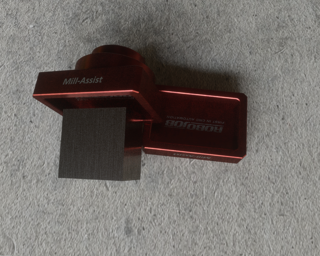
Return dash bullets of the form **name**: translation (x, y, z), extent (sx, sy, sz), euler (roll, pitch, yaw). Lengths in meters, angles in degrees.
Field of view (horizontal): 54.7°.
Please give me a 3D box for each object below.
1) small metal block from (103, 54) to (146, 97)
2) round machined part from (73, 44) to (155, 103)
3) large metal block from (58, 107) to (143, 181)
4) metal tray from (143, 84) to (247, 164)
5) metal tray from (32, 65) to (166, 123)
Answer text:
- **small metal block**: translation (-0.049, -0.074, 0.436), extent (0.050, 0.025, 0.050), euler (6, 70, 2)
- **round machined part**: translation (-0.054, -0.066, 0.383), extent (0.099, 0.098, 0.042), euler (6, 70, 2)
- **large metal block**: translation (-0.068, 0.020, 0.368), extent (0.080, 0.050, 0.080), euler (0, 82, 18)
- **metal tray**: translation (0.046, -0.006, 0.409), extent (0.131, 0.030, 0.090), euler (6, 70, 2)
- **metal tray**: translation (-0.068, -0.035, 0.369), extent (0.130, 0.090, 0.030), euler (0, 70, 19)
